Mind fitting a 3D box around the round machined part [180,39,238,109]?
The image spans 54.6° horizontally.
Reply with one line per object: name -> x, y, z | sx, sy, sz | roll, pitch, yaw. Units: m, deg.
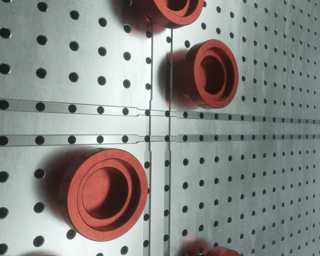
round machined part -> 0.068, -0.076, 0.454 | 0.099, 0.042, 0.097 | 0, 90, -40

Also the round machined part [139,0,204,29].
round machined part -> 0.009, -0.178, 0.404 | 0.099, 0.042, 0.097 | 0, 90, -40

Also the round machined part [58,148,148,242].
round machined part -> -0.065, 0.070, 0.343 | 0.099, 0.042, 0.097 | 0, 90, -40

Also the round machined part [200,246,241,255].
round machined part -> 0.082, 0.228, 0.466 | 0.099, 0.042, 0.097 | 0, 90, -40
